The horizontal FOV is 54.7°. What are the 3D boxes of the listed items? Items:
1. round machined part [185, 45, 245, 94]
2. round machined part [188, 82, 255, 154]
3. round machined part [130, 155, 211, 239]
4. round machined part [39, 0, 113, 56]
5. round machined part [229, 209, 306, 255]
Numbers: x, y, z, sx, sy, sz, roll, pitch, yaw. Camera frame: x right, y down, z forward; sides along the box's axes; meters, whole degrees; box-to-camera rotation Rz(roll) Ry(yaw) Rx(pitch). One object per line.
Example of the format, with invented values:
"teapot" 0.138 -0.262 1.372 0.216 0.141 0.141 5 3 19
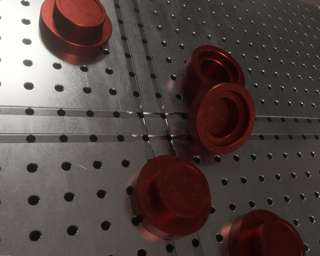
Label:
"round machined part" 0.083 -0.081 0.493 0.099 0.042 0.098 14 56 -21
"round machined part" 0.081 -0.016 0.432 0.099 0.042 0.097 -5 102 -25
"round machined part" 0.019 0.076 0.363 0.099 0.042 0.098 14 56 -21
"round machined part" -0.113 -0.152 0.430 0.099 0.042 0.098 14 56 -21
"round machined part" 0.138 0.149 0.383 0.099 0.042 0.098 14 56 -21
